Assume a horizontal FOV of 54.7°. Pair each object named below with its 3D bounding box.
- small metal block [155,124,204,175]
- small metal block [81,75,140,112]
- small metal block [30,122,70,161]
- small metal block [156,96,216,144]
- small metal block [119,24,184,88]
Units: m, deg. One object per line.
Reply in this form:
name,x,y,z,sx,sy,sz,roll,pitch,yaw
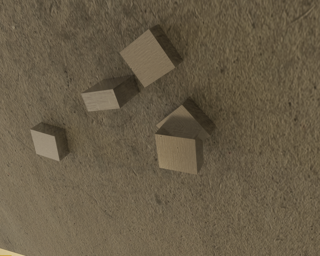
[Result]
small metal block,0.025,0.025,0.378,0.050,0.025,0.050,7,122,24
small metal block,-0.062,-0.045,0.396,0.050,0.050,0.025,-3,117,30
small metal block,-0.183,0.023,0.518,0.050,0.025,0.050,14,124,20
small metal block,0.032,-0.003,0.388,0.050,0.025,0.050,48,129,-6
small metal block,-0.010,-0.083,0.361,0.050,0.025,0.050,-28,103,37
